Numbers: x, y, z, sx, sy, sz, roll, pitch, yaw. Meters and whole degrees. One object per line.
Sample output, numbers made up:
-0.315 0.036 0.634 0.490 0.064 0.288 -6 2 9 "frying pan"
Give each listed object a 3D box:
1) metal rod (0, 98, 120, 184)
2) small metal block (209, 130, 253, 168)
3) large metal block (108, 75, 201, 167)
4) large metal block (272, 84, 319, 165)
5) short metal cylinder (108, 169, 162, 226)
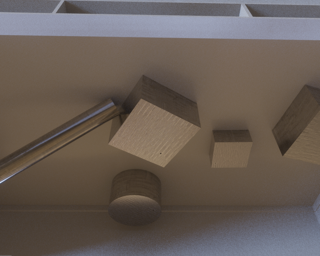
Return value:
-0.184 0.050 0.364 0.301 0.025 0.025 -31 128 -9 "metal rod"
0.098 0.030 0.436 0.050 0.025 0.050 -1 130 0 "small metal block"
-0.008 -0.006 0.387 0.080 0.050 0.080 25 126 -21 "large metal block"
0.206 0.000 0.396 0.081 0.050 0.079 13 129 -11 "large metal block"
-0.038 0.110 0.486 0.081 0.050 0.079 0 130 0 "short metal cylinder"
